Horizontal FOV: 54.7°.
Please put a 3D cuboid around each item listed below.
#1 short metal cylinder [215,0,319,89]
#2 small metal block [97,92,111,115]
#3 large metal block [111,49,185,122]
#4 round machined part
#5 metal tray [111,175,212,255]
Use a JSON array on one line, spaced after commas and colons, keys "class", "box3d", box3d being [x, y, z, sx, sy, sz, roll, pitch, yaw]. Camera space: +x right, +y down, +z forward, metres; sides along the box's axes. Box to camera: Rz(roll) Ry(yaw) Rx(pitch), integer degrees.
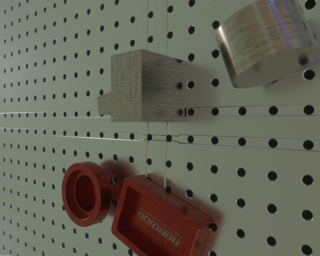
[{"class": "short metal cylinder", "box3d": [0.099, -0.077, 0.292, 0.080, 0.081, 0.050, -26, 74, 37]}, {"class": "small metal block", "box3d": [-0.052, -0.036, 0.436, 0.050, 0.050, 0.025, -16, 80, 39]}, {"class": "large metal block", "box3d": [-0.013, -0.047, 0.385, 0.050, 0.081, 0.079, 0, 90, 40]}, {"class": "round machined part", "box3d": [-0.109, 0.101, 0.488, 0.098, 0.042, 0.097, 0, 90, 40]}, {"class": "metal tray", "box3d": [-0.004, 0.130, 0.409, 0.130, 0.030, 0.089, 25, 106, 37]}]
